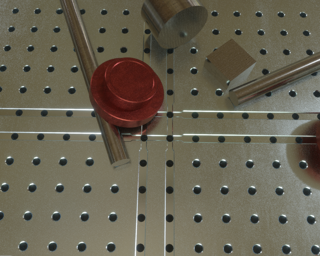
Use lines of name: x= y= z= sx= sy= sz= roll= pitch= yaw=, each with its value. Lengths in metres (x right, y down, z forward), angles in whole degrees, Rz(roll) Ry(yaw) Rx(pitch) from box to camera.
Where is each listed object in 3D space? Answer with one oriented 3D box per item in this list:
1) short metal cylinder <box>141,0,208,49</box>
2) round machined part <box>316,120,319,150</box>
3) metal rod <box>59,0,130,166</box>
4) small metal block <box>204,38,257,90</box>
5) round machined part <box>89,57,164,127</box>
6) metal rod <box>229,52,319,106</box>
short metal cylinder: x=0.020 y=-0.160 z=0.441 sx=0.080 sy=0.080 sz=0.050 roll=-27 pitch=72 yaw=-9
round machined part: x=0.250 y=0.017 z=0.398 sx=0.099 sy=0.042 sz=0.098 roll=0 pitch=70 yaw=0
metal rod: x=-0.101 y=-0.088 z=0.442 sx=0.025 sy=0.025 sz=0.299 roll=-19 pitch=71 yaw=-7
small metal block: x=0.100 y=-0.092 z=0.446 sx=0.050 sy=0.025 sz=0.050 roll=-37 pitch=74 yaw=-13
round machined part: x=-0.041 y=-0.053 z=0.407 sx=0.099 sy=0.042 sz=0.098 roll=8 pitch=62 yaw=-16
metal rod: x=0.238 y=-0.100 z=0.449 sx=0.302 sy=0.025 sz=0.025 roll=-23 pitch=72 yaw=-9
